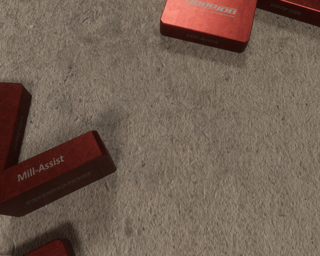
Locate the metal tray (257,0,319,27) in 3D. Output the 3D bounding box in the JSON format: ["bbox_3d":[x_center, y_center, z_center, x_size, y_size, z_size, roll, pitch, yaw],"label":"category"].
[{"bbox_3d":[0.209,-0.221,0.488,0.131,0.030,0.090,20,71,7],"label":"metal tray"}]

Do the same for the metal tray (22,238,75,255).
[{"bbox_3d":[-0.148,0.190,0.334,0.131,0.030,0.090,-25,72,-9],"label":"metal tray"}]

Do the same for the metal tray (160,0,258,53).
[{"bbox_3d":[0.074,-0.172,0.469,0.131,0.030,0.090,14,70,5],"label":"metal tray"}]

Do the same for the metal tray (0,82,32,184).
[{"bbox_3d":[-0.228,0.004,0.401,0.091,0.030,0.130,3,70,0],"label":"metal tray"}]

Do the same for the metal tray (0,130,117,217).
[{"bbox_3d":[-0.119,0.055,0.351,0.131,0.090,0.030,-25,72,-9],"label":"metal tray"}]
